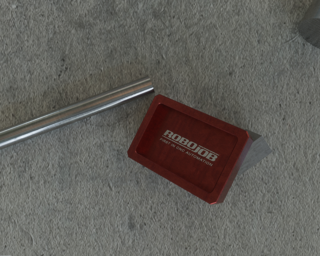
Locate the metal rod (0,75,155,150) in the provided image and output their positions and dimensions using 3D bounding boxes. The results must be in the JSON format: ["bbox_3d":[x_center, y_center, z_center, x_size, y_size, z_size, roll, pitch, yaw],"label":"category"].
[{"bbox_3d":[-0.152,-0.006,0.407,0.302,0.025,0.025,-20,90,-1],"label":"metal rod"}]

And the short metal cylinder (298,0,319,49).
[{"bbox_3d":[0.224,-0.134,0.385,0.080,0.080,0.050,29,90,-1],"label":"short metal cylinder"}]

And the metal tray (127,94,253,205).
[{"bbox_3d":[0.033,0.023,0.378,0.130,0.030,0.090,26,90,28],"label":"metal tray"}]

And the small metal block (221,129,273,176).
[{"bbox_3d":[0.106,0.030,0.397,0.050,0.050,0.025,-36,101,0],"label":"small metal block"}]
